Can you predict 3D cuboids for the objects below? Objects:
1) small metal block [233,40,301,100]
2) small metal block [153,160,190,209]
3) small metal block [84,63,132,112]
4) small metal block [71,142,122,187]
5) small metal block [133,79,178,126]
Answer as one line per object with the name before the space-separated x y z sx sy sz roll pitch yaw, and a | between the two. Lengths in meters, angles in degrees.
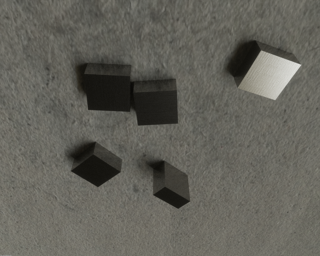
small metal block | 0.121 -0.065 0.354 0.050 0.025 0.050 15 128 -13
small metal block | 0.017 0.085 0.463 0.050 0.050 0.025 35 122 -26
small metal block | -0.060 -0.047 0.366 0.050 0.025 0.050 2 130 -3
small metal block | -0.092 0.054 0.452 0.050 0.025 0.050 -35 122 26
small metal block | -0.004 -0.031 0.381 0.050 0.025 0.050 -3 130 2
